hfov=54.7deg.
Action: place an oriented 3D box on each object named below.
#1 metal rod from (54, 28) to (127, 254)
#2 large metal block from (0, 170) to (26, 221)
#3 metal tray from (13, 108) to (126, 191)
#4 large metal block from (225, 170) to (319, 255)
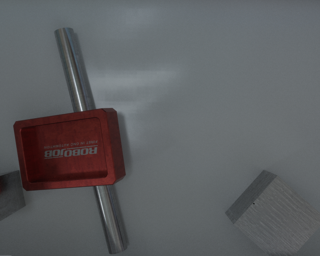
[{"bbox_3d":[-0.091,0.017,0.410,0.025,0.025,0.298,-14,90,0],"label":"metal rod"},{"bbox_3d":[-0.227,0.089,0.381,0.080,0.080,0.050,-11,90,0],"label":"large metal block"},{"bbox_3d":[-0.114,0.028,0.387,0.130,0.030,0.089,-7,92,16],"label":"metal tray"},{"bbox_3d":[0.146,0.114,0.401,0.080,0.050,0.080,42,90,-1],"label":"large metal block"}]
